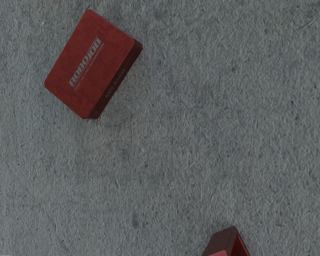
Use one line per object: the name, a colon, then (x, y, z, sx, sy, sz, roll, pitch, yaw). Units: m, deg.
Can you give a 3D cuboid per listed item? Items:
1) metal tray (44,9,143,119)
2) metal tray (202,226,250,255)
metal tray: (-0.097, -0.088, 0.440, 0.090, 0.030, 0.129, 38, 102, 16)
metal tray: (0.094, 0.185, 0.341, 0.030, 0.090, 0.130, -28, 81, 18)
